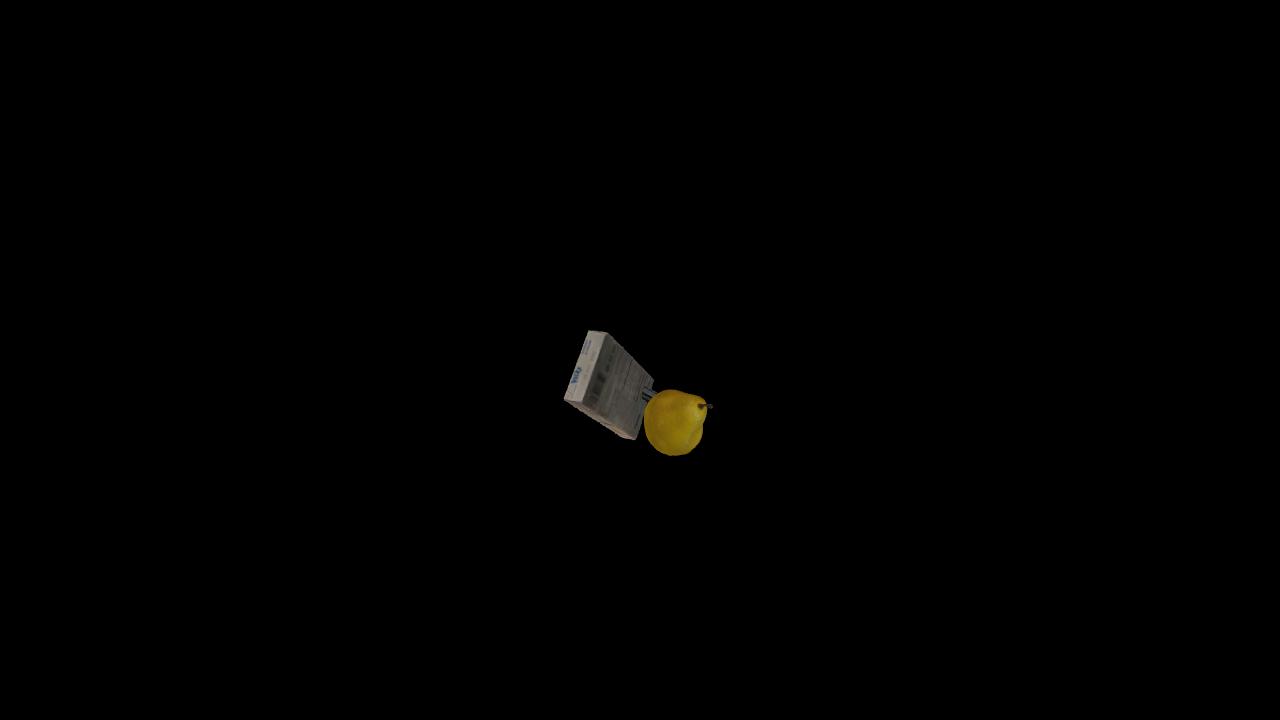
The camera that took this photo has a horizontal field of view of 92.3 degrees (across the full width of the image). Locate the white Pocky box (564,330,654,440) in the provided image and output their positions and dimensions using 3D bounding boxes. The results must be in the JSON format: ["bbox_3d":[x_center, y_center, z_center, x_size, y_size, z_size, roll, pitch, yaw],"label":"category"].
[{"bbox_3d":[-0.030,0.033,0.711,0.028,0.084,0.154,10,-17,25],"label":"white Pocky box"}]

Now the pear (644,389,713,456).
[{"bbox_3d":[0.049,0.063,0.723,0.080,0.080,0.111,0,-32,-27],"label":"pear"}]

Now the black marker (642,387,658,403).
[{"bbox_3d":[0.020,0.049,0.757,0.121,0.020,0.020,28,8,15],"label":"black marker"}]
